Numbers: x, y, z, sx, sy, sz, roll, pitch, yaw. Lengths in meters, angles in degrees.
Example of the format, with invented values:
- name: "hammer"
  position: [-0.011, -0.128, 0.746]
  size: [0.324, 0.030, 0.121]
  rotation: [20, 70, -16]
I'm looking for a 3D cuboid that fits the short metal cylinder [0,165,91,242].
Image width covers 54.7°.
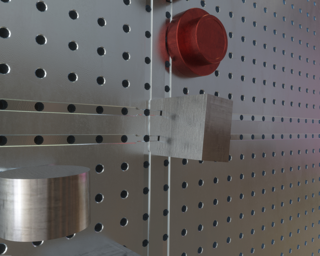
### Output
- name: "short metal cylinder"
  position: [-0.105, 0.065, 0.285]
  size: [0.081, 0.080, 0.050]
  rotation: [-1, 91, -40]

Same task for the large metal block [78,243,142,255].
- name: "large metal block"
  position: [-0.066, 0.183, 0.338]
  size: [0.081, 0.050, 0.079]
  rotation: [-3, 92, -40]

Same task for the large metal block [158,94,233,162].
- name: "large metal block"
  position: [0.046, 0.001, 0.412]
  size: [0.050, 0.080, 0.080]
  rotation: [9, 84, -40]

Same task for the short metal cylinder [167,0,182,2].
- name: "short metal cylinder"
  position: [0.030, -0.218, 0.417]
  size: [0.081, 0.050, 0.080]
  rotation: [0, 90, -40]

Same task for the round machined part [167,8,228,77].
- name: "round machined part"
  position: [0.061, -0.125, 0.448]
  size: [0.099, 0.042, 0.097]
  rotation: [0, 90, -40]
